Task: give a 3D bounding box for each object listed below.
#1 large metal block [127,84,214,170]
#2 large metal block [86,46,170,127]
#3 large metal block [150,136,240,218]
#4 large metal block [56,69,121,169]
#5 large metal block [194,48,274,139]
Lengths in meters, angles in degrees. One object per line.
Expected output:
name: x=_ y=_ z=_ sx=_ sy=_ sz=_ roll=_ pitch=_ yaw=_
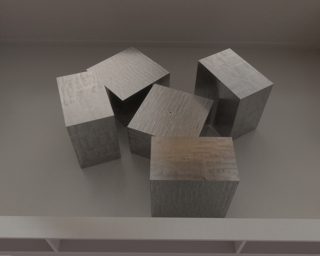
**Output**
large metal block: x=0.015 y=-0.002 z=0.389 sx=0.080 sy=0.050 sz=0.080 roll=18 pitch=52 yaw=14
large metal block: x=-0.043 y=-0.061 z=0.437 sx=0.080 sy=0.050 sz=0.080 roll=-35 pitch=59 yaw=-26
large metal block: x=0.031 y=0.053 z=0.324 sx=0.081 sy=0.080 sz=0.050 roll=1 pitch=50 yaw=0
large metal block: x=-0.085 y=-0.011 z=0.376 sx=0.050 sy=0.080 sz=0.080 roll=-15 pitch=52 yaw=-12
large metal block: x=0.090 y=-0.043 z=0.404 sx=0.050 sy=0.080 sz=0.080 roll=-25 pitch=55 yaw=-20
